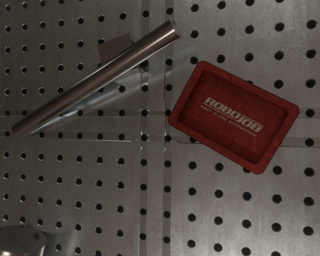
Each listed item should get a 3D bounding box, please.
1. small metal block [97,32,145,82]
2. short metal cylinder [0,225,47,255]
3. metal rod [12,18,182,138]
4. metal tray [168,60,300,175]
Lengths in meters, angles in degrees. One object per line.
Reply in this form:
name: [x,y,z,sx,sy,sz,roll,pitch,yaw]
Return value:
small metal block: [-0.054,-0.097,0.431,0.050,0.025,0.050,-16,85,19]
short metal cylinder: [-0.215,0.186,0.457,0.080,0.080,0.050,17,96,19]
metal rod: [-0.102,-0.056,0.424,0.300,0.025,0.025,-27,82,26]
metal tray: [0.087,-0.014,0.379,0.130,0.030,0.090,30,100,17]
